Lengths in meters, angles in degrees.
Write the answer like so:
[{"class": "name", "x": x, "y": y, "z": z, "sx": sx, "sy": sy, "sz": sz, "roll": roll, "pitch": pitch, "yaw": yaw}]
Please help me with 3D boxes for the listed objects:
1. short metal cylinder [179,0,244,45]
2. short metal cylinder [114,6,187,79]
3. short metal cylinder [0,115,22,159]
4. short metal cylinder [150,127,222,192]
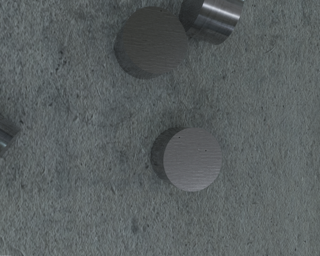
[{"class": "short metal cylinder", "x": 0.064, "y": -0.155, "z": 0.403, "sx": 0.050, "sy": 0.080, "sz": 0.080, "roll": 13, "pitch": 86, "yaw": -20}, {"class": "short metal cylinder", "x": -0.013, "y": -0.104, "z": 0.391, "sx": 0.081, "sy": 0.050, "sz": 0.080, "roll": 0, "pitch": 90, "yaw": -20}, {"class": "short metal cylinder", "x": -0.187, "y": 0.019, "z": 0.311, "sx": 0.050, "sy": 0.080, "sz": 0.080, "roll": 38, "pitch": 78, "yaw": -16}, {"class": "short metal cylinder", "x": 0.033, "y": 0.039, "z": 0.408, "sx": 0.081, "sy": 0.050, "sz": 0.080, "roll": 0, "pitch": 90, "yaw": -20}]
